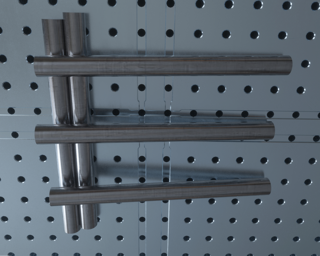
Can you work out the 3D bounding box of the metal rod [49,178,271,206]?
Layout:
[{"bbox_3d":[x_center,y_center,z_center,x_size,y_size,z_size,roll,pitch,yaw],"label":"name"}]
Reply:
[{"bbox_3d":[0.005,0.088,0.430,0.302,0.025,0.025,-1,110,-7],"label":"metal rod"}]

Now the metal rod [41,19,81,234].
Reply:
[{"bbox_3d":[-0.129,0.012,0.415,0.025,0.025,0.298,1,110,-1],"label":"metal rod"}]

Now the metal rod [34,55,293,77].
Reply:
[{"bbox_3d":[0.009,-0.074,0.371,0.302,0.025,0.025,-1,110,-7],"label":"metal rod"}]

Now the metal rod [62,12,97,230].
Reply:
[{"bbox_3d":[-0.104,0.005,0.413,0.025,0.025,0.298,1,110,-1],"label":"metal rod"}]

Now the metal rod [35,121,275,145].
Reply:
[{"bbox_3d":[-0.001,0.006,0.399,0.302,0.025,0.025,-1,110,-7],"label":"metal rod"}]
